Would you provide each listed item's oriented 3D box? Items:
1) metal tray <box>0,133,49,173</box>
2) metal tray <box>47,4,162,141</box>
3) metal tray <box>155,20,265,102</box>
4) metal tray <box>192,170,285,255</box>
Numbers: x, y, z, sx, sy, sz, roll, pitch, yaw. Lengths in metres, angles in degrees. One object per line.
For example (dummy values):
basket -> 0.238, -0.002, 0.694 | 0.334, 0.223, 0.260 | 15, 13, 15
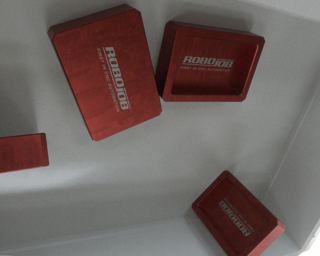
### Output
metal tray -> -0.177, 0.027, 0.285 | 0.131, 0.090, 0.030 | -7, 91, -26
metal tray -> -0.054, -0.057, 0.341 | 0.091, 0.030, 0.129 | -24, 127, -14
metal tray -> 0.062, -0.080, 0.391 | 0.131, 0.030, 0.089 | -2, 120, -28
metal tray -> 0.119, 0.141, 0.496 | 0.090, 0.130, 0.030 | -47, 130, 5
